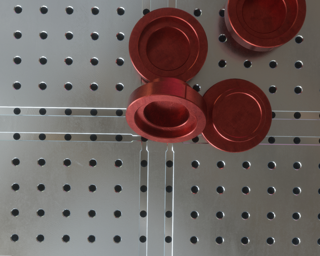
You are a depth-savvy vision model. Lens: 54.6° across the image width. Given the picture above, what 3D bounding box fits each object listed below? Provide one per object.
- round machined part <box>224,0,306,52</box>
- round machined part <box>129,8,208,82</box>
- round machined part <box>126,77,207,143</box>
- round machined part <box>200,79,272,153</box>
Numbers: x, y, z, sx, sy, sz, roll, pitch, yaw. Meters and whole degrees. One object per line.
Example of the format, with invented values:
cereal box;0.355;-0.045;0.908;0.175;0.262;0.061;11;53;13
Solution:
round machined part;0.133;-0.148;0.406;0.099;0.042;0.097;0;90;0
round machined part;0.010;-0.101;0.405;0.099;0.042;0.097;0;90;0
round machined part;0.009;-0.025;0.386;0.099;0.098;0.042;7;55;0
round machined part;0.098;-0.016;0.405;0.099;0.042;0.097;0;90;0
